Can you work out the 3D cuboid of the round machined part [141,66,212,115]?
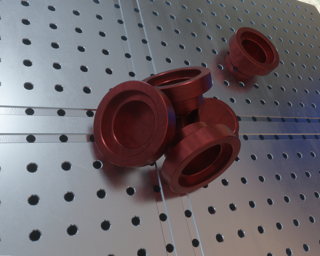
[{"bbox_3d":[0.022,-0.048,0.417,0.099,0.098,0.042,-32,118,-38],"label":"round machined part"}]

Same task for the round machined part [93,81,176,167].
[{"bbox_3d":[-0.026,-0.003,0.362,0.042,0.098,0.098,18,46,-61],"label":"round machined part"}]

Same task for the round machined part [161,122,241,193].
[{"bbox_3d":[0.044,0.031,0.372,0.099,0.097,0.042,-10,48,-33],"label":"round machined part"}]

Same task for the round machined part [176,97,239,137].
[{"bbox_3d":[0.073,-0.004,0.441,0.099,0.042,0.098,14,56,-21],"label":"round machined part"}]

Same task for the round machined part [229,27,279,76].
[{"bbox_3d":[0.168,-0.135,0.573,0.099,0.042,0.098,14,56,-21],"label":"round machined part"}]
